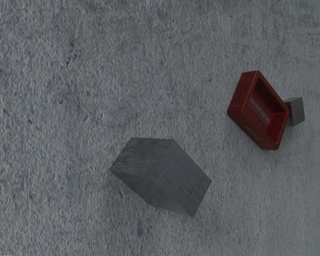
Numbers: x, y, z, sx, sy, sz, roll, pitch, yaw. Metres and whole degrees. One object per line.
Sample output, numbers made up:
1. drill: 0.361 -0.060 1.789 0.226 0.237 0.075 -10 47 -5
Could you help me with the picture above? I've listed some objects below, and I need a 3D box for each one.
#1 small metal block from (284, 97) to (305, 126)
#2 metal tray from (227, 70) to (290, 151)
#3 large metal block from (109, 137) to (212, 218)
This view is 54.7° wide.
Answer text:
1. small metal block: 0.269 -0.033 0.630 0.050 0.025 0.050 -19 102 -39
2. metal tray: 0.179 -0.029 0.551 0.130 0.030 0.090 39 67 -33
3. large metal block: 0.000 0.057 0.369 0.080 0.080 0.050 48 62 -30
